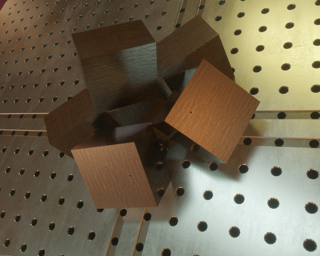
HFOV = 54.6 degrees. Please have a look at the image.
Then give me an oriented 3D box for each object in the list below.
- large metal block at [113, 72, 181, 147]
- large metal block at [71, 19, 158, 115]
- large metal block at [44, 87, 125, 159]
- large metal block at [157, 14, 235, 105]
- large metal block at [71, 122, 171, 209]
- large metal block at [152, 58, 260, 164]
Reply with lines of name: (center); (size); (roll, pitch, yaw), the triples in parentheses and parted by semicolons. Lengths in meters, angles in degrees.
large metal block: (-0.014, -0.021, 0.415); (0.080, 0.050, 0.080); (-34, 51, 6)
large metal block: (-0.050, -0.070, 0.362); (0.081, 0.080, 0.050); (-17, 51, -13)
large metal block: (-0.095, 0.000, 0.423); (0.080, 0.080, 0.050); (-33, 52, 6)
large metal block: (0.041, -0.083, 0.403); (0.080, 0.080, 0.050); (-34, 52, 6)
large metal block: (-0.042, 0.045, 0.360); (0.080, 0.080, 0.050); (-8, 22, 24)
large metal block: (0.050, -0.016, 0.348); (0.080, 0.080, 0.050); (-58, 12, -13)
